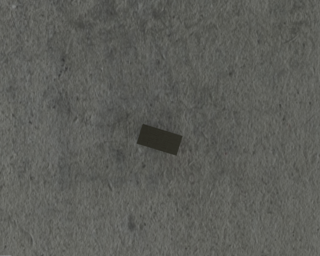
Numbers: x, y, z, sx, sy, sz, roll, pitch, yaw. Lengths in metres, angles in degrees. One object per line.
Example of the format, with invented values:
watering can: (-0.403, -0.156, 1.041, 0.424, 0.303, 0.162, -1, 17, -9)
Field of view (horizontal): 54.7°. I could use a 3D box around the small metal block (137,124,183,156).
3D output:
small metal block: (-0.001, 0.014, 0.398, 0.050, 0.050, 0.025, 17, 90, -1)
